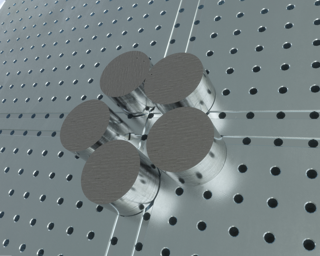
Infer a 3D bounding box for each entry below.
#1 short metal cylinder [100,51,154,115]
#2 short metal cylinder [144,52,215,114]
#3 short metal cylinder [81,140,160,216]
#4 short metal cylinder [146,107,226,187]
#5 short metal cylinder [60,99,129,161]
[{"bbox_3d":[-0.040,-0.065,0.452,0.080,0.050,0.080,-13,56,21],"label":"short metal cylinder"},{"bbox_3d":[0.026,-0.052,0.409,0.080,0.050,0.080,-13,56,21],"label":"short metal cylinder"},{"bbox_3d":[-0.048,0.061,0.378,0.080,0.050,0.080,-14,55,21],"label":"short metal cylinder"},{"bbox_3d":[0.031,0.022,0.361,0.080,0.050,0.080,-13,58,21],"label":"short metal cylinder"},{"bbox_3d":[-0.091,0.007,0.436,0.080,0.050,0.080,-13,57,21],"label":"short metal cylinder"}]
